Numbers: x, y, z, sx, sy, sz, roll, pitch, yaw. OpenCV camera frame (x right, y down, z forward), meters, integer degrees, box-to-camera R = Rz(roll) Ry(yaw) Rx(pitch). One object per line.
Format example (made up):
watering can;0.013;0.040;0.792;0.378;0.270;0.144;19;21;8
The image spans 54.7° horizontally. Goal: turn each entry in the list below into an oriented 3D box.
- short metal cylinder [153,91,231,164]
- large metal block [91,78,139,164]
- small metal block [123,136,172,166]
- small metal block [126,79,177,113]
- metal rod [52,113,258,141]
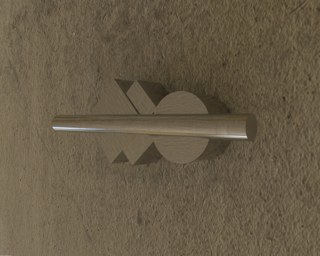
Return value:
short metal cylinder;0.037;-0.001;0.359;0.080;0.050;0.080;0;90;40
large metal block;-0.046;-0.009;0.426;0.080;0.050;0.080;-49;61;28
small metal block;-0.011;0.021;0.401;0.050;0.050;0.025;-50;61;28
small metal block;-0.008;-0.033;0.397;0.025;0.050;0.050;-50;61;28
metal rod;-0.035;-0.004;0.367;0.300;0.025;0.025;2;91;40
